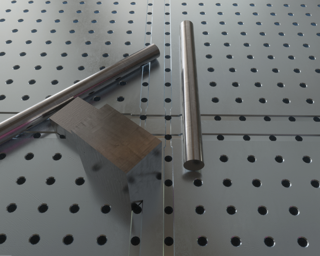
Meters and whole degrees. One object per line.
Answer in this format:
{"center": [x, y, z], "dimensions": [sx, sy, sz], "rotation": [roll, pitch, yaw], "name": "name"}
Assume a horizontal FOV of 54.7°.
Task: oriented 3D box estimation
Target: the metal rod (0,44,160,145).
{"center": [-0.120, -0.052, 0.449], "dimensions": [0.302, 0.025, 0.025], "rotation": [-35, 58, -26], "name": "metal rod"}

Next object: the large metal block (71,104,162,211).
{"center": [-0.045, 0.033, 0.344], "dimensions": [0.080, 0.080, 0.050], "rotation": [34, 58, 24], "name": "large metal block"}

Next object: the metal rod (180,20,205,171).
{"center": [0.044, -0.070, 0.466], "dimensions": [0.025, 0.025, 0.300], "rotation": [1, 50, 1], "name": "metal rod"}

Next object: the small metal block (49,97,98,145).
{"center": [-0.109, -0.009, 0.413], "dimensions": [0.050, 0.025, 0.050], "rotation": [31, 56, 23], "name": "small metal block"}
